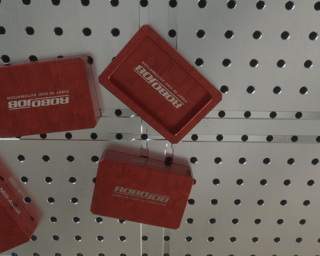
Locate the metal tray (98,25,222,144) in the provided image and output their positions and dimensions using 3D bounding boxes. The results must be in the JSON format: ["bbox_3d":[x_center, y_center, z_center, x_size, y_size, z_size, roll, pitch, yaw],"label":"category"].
[{"bbox_3d":[0.001,-0.053,0.391,0.130,0.030,0.090,40,105,-14],"label":"metal tray"}]

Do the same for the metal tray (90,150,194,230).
[{"bbox_3d":[-0.026,0.089,0.443,0.131,0.030,0.089,12,110,-5],"label":"metal tray"}]

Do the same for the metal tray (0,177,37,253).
[{"bbox_3d":[-0.257,0.124,0.454,0.090,0.030,0.130,-25,108,8],"label":"metal tray"}]

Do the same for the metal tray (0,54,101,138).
[{"bbox_3d":[-0.150,-0.040,0.395,0.131,0.030,0.089,-6,110,2],"label":"metal tray"}]
